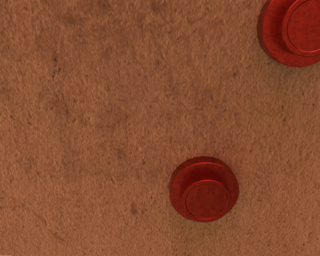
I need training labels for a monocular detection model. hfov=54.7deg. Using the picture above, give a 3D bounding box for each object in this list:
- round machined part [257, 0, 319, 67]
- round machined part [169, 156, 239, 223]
[{"bbox_3d":[0.168,-0.119,0.359,0.099,0.042,0.097,0,110,-1],"label":"round machined part"},{"bbox_3d":[0.063,0.093,0.436,0.099,0.042,0.097,0,110,-1],"label":"round machined part"}]
